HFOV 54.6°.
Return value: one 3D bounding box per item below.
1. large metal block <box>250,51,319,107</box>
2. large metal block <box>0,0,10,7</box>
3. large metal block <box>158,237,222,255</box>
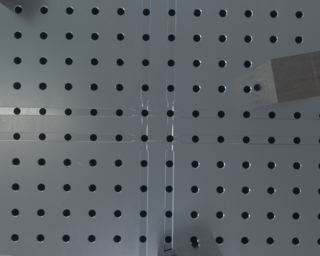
[{"bbox_3d":[0.168,-0.060,0.387,0.080,0.080,0.050,-10,90,0],"label":"large metal block"},{"bbox_3d":[-0.231,-0.209,0.384,0.080,0.080,0.050,34,90,0],"label":"large metal block"},{"bbox_3d":[0.042,0.186,0.386,0.080,0.080,0.050,-16,90,0],"label":"large metal block"}]
